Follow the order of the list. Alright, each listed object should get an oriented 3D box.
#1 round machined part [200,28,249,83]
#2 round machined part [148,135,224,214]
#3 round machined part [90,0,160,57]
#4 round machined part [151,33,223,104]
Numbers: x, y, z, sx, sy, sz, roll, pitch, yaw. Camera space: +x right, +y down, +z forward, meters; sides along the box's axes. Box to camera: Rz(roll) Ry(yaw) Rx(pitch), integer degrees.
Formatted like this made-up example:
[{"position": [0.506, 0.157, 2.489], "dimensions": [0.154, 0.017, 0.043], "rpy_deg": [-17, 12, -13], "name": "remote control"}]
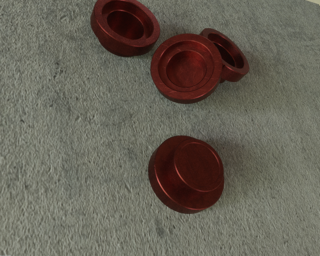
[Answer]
[{"position": [0.094, -0.111, 0.502], "dimensions": [0.099, 0.042, 0.098], "rpy_deg": [24, 43, -24], "name": "round machined part"}, {"position": [0.038, 0.052, 0.382], "dimensions": [0.099, 0.042, 0.098], "rpy_deg": [14, 56, -21], "name": "round machined part"}, {"position": [-0.053, -0.143, 0.451], "dimensions": [0.099, 0.042, 0.098], "rpy_deg": [14, 56, -21], "name": "round machined part"}, {"position": [0.039, -0.081, 0.442], "dimensions": [0.098, 0.042, 0.098], "rpy_deg": [-2, 77, 8], "name": "round machined part"}]
